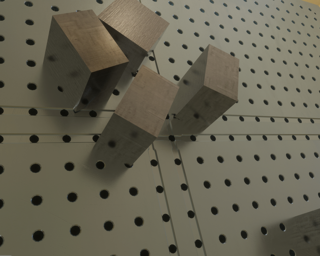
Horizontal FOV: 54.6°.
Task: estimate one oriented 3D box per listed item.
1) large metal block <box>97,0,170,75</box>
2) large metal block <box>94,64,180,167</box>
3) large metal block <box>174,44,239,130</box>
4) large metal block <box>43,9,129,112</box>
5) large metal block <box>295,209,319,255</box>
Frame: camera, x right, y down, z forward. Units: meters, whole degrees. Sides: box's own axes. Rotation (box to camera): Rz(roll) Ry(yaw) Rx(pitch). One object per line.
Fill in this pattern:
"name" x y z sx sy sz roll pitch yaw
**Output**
"large metal block" -0.044 -0.139 0.453 0.080 0.050 0.080 34 51 -6
"large metal block" -0.028 -0.013 0.365 0.050 0.080 0.080 31 52 -9
"large metal block" 0.067 -0.057 0.443 0.050 0.080 0.080 23 53 -15
"large metal block" -0.092 -0.079 0.372 0.050 0.080 0.080 -27 77 -37
"large metal block" 0.242 0.147 0.412 0.080 0.080 0.050 28 52 -11
